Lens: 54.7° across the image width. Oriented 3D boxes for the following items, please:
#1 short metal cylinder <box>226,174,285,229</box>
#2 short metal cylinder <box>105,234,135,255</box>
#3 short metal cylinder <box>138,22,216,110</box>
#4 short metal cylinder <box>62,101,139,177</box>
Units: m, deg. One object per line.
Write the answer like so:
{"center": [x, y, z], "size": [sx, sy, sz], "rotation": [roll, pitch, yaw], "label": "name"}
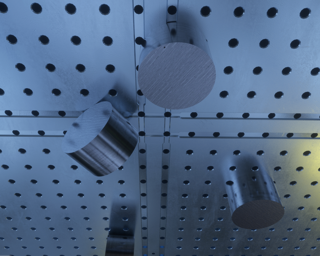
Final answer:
{"center": [0.152, 0.119, 0.500], "size": [0.081, 0.050, 0.079], "rotation": [0, 130, 0], "label": "short metal cylinder"}
{"center": [-0.077, 0.244, 0.582], "size": [0.050, 0.080, 0.079], "rotation": [6, 130, -6], "label": "short metal cylinder"}
{"center": [0.017, -0.067, 0.338], "size": [0.081, 0.050, 0.079], "rotation": [-1, 130, 0], "label": "short metal cylinder"}
{"center": [-0.074, 0.013, 0.386], "size": [0.080, 0.080, 0.050], "rotation": [-28, 125, 21], "label": "short metal cylinder"}
